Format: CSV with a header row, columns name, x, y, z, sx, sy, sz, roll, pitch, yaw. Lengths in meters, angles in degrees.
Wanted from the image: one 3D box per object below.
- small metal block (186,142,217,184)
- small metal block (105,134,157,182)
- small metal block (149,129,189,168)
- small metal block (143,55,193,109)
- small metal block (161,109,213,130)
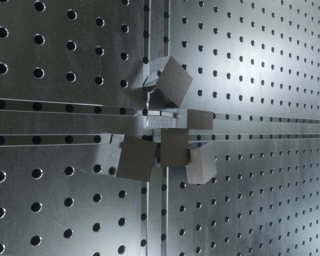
name,x,y,z,sx,sy,sz,roll,pitch,yaw
small metal block,0.060,0.050,0.452,0.050,0.025,0.050,-17,102,-58
small metal block,-0.035,0.037,0.382,0.050,0.025,0.050,18,79,-39
small metal block,0.012,0.026,0.421,0.050,0.025,0.050,1,90,-40
small metal block,0.012,-0.062,0.421,0.050,0.025,0.050,40,66,-33
small metal block,0.037,-0.011,0.426,0.050,0.050,0.025,4,88,-40
